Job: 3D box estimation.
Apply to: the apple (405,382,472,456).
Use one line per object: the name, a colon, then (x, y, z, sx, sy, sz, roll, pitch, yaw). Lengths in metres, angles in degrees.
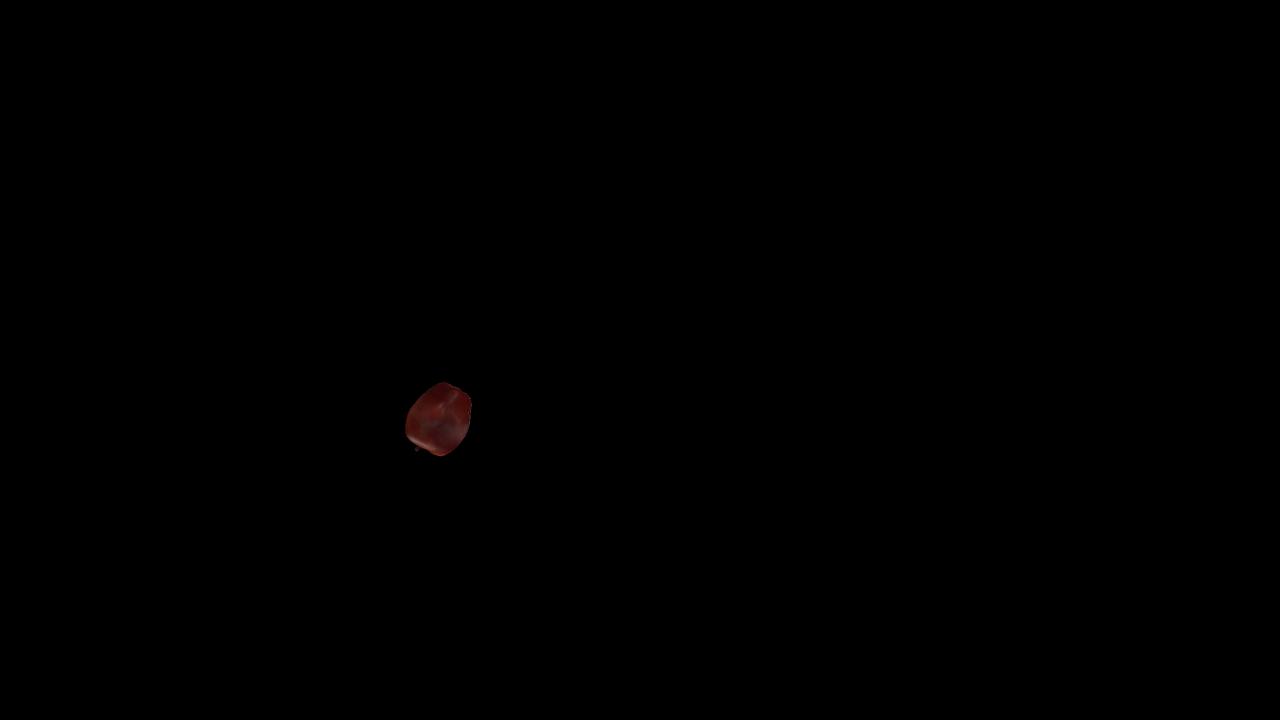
apple: (-0.256, 0.077, 0.783, 0.079, 0.093, 0.079, 24, -21, 10)
